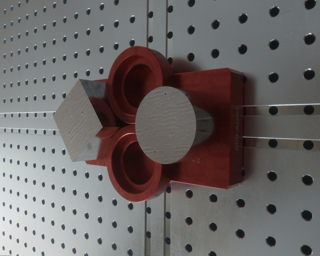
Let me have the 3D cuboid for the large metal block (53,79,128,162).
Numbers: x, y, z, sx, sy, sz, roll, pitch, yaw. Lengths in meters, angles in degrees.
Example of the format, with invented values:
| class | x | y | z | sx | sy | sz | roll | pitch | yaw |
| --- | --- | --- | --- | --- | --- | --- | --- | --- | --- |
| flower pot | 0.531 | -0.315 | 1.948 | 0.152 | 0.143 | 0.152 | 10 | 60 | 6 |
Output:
| class | x | y | z | sx | sy | sz | roll | pitch | yaw |
| --- | --- | --- | --- | --- | --- | --- | --- | --- | --- |
| large metal block | -0.097 | -0.010 | 0.434 | 0.080 | 0.050 | 0.080 | -44 | 64 | 31 |

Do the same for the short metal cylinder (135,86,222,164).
| class | x | y | z | sx | sy | sz | roll | pitch | yaw |
| --- | --- | --- | --- | --- | --- | --- | --- | --- | --- |
| short metal cylinder | 0.020 | -0.003 | 0.337 | 0.080 | 0.050 | 0.079 | 0 | 90 | 40 |

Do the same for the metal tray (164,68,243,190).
| class | x | y | z | sx | sy | sz | roll | pitch | yaw |
| --- | --- | --- | --- | --- | --- | --- | --- | --- | --- |
| metal tray | 0.049 | 0.000 | 0.363 | 0.090 | 0.030 | 0.129 | 1 | 91 | 40 |

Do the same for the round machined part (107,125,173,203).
| class | x | y | z | sx | sy | sz | roll | pitch | yaw |
| --- | --- | --- | --- | --- | --- | --- | --- | --- | --- |
| round machined part | -0.021 | 0.044 | 0.404 | 0.098 | 0.042 | 0.097 | 0 | 90 | 40 |

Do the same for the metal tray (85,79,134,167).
| class | x | y | z | sx | sy | sz | roll | pitch | yaw |
| --- | --- | --- | --- | --- | --- | --- | --- | --- | --- |
| metal tray | -0.072 | -0.008 | 0.465 | 0.090 | 0.030 | 0.129 | 1 | 91 | 38 |

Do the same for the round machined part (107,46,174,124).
| class | x | y | z | sx | sy | sz | roll | pitch | yaw |
| --- | --- | --- | --- | --- | --- | --- | --- | --- | --- |
| round machined part | -0.020 | -0.054 | 0.403 | 0.098 | 0.042 | 0.097 | 0 | 90 | 40 |
